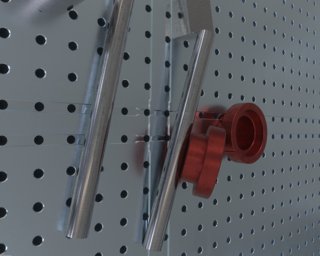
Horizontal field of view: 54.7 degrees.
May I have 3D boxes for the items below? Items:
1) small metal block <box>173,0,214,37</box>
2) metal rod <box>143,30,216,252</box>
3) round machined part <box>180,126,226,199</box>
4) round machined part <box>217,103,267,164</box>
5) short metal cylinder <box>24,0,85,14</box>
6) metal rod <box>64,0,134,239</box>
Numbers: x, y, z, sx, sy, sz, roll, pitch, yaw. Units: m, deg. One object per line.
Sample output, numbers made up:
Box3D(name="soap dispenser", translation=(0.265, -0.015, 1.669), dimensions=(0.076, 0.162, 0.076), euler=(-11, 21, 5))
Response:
Box3D(name="small metal block", translation=(0.050, -0.160, 0.450), dimensions=(0.050, 0.025, 0.050), euler=(-14, 99, -39))
Box3D(name="metal rod", translation=(0.028, 0.012, 0.417), dimensions=(0.025, 0.025, 0.299), euler=(20, 82, -38))
Box3D(name="round machined part", translation=(0.055, 0.043, 0.422), dimensions=(0.042, 0.098, 0.098), euler=(14, 78, 5))
Box3D(name="round machined part", translation=(0.130, 0.008, 0.507), dimensions=(0.099, 0.042, 0.097), euler=(0, 90, -40))
Box3D(name="short metal cylinder", translation=(-0.103, -0.160, 0.306), dimensions=(0.081, 0.050, 0.080), euler=(0, 90, -40))
Box3D(name="metal rod", translation=(-0.065, -0.030, 0.354), dimensions=(0.025, 0.025, 0.299), euler=(16, 80, -39))
